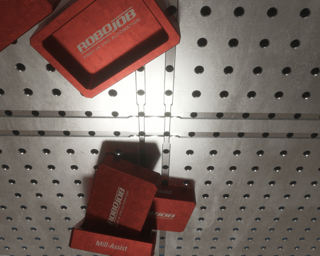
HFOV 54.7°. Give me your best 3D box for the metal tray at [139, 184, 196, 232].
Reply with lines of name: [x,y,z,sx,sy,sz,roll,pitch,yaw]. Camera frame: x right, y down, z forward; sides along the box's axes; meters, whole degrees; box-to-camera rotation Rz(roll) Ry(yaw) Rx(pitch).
metal tray: [-0.014,0.133,0.522,0.131,0.030,0.089,9,130,-8]

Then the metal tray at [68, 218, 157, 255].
metal tray: [-0.072,0.181,0.512,0.131,0.090,0.030,10,87,1]

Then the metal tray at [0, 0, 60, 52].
metal tray: [-0.177,-0.122,0.301,0.130,0.030,0.090,-27,126,20]

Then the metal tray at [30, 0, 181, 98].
metal tray: [-0.056,-0.097,0.324,0.130,0.030,0.090,-28,125,21]

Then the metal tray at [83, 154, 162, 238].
metal tray: [-0.060,0.112,0.473,0.090,0.030,0.129,20,118,2]
